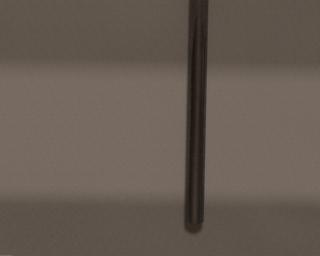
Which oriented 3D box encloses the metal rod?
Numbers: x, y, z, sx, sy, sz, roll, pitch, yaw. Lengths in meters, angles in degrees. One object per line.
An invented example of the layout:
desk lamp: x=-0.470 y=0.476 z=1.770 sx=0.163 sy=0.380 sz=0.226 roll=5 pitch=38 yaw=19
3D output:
metal rod: x=0.049 y=-0.025 z=0.412 sx=0.025 sy=0.025 sz=0.298 roll=1 pitch=90 yaw=-1
